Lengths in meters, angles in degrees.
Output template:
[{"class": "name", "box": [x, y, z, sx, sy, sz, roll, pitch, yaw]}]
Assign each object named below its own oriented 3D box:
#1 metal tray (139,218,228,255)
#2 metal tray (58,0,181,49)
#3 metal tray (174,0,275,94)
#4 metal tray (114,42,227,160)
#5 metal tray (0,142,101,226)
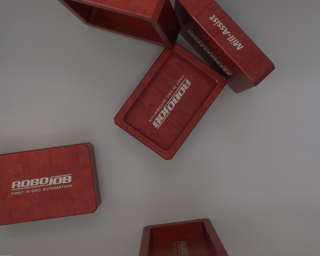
[{"class": "metal tray", "box": [0.024, 0.144, 0.359, 0.091, 0.130, 0.030, -7, 90, 0]}, {"class": "metal tray", "box": [-0.047, -0.137, 0.362, 0.130, 0.090, 0.030, 20, 90, 15]}, {"class": "metal tray", "box": [0.071, -0.103, 0.379, 0.030, 0.090, 0.130, -43, 90, 0]}, {"class": "metal tray", "box": [0.013, -0.035, 0.408, 0.090, 0.030, 0.130, 36, 90, 0]}, {"class": "metal tray", "box": [-0.150, 0.072, 0.408, 0.131, 0.030, 0.089, -8, 90, 0]}]
